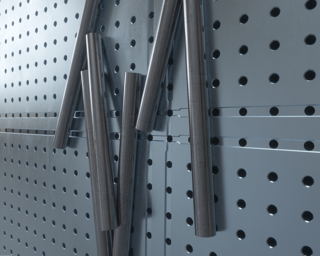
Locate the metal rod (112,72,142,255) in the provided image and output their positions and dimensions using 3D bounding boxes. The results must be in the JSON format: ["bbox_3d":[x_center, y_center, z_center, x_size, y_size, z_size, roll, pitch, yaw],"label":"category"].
[{"bbox_3d":[-0.049,0.071,0.451,0.025,0.025,0.298,7,95,40],"label":"metal rod"}]

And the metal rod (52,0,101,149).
[{"bbox_3d":[-0.139,-0.105,0.525,0.025,0.025,0.298,27,107,37],"label":"metal rod"}]

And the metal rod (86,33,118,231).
[{"bbox_3d":[-0.089,-0.003,0.466,0.025,0.025,0.299,-18,73,39],"label":"metal rod"}]

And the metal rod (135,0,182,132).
[{"bbox_3d":[0.011,-0.141,0.401,0.025,0.025,0.298,22,104,38],"label":"metal rod"}]

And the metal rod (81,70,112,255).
[{"bbox_3d":[-0.100,0.056,0.493,0.025,0.025,0.299,-11,83,39],"label":"metal rod"}]

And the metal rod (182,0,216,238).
[{"bbox_3d":[0.046,-0.024,0.371,0.025,0.025,0.298,-5,87,40],"label":"metal rod"}]
